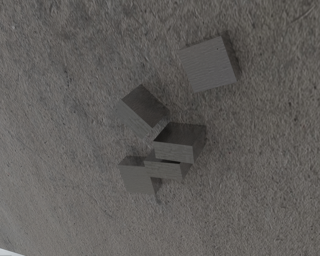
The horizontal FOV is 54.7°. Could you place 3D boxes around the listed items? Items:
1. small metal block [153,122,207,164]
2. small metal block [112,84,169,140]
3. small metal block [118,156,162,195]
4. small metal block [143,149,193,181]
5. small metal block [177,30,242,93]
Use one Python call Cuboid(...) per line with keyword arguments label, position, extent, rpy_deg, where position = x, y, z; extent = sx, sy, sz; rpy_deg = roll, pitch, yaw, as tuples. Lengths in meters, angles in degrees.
Cuboid(label="small metal block", position=(0.026, 0.017, 0.387), extent=(0.050, 0.050, 0.025), rpy_deg=(6, 121, 25))
Cuboid(label="small metal block", position=(-0.023, -0.021, 0.390), extent=(0.050, 0.050, 0.025), rpy_deg=(43, 129, -1))
Cuboid(label="small metal block", position=(-0.029, 0.070, 0.466), extent=(0.050, 0.025, 0.050), rpy_deg=(0, 119, 28))
Cuboid(label="small metal block", position=(0.014, 0.042, 0.409), extent=(0.050, 0.050, 0.025), rpy_deg=(2, 119, 27))
Cuboid(label="small metal block", position=(0.054, -0.071, 0.334), extent=(0.050, 0.025, 0.050), rpy_deg=(-12, 113, 33))
